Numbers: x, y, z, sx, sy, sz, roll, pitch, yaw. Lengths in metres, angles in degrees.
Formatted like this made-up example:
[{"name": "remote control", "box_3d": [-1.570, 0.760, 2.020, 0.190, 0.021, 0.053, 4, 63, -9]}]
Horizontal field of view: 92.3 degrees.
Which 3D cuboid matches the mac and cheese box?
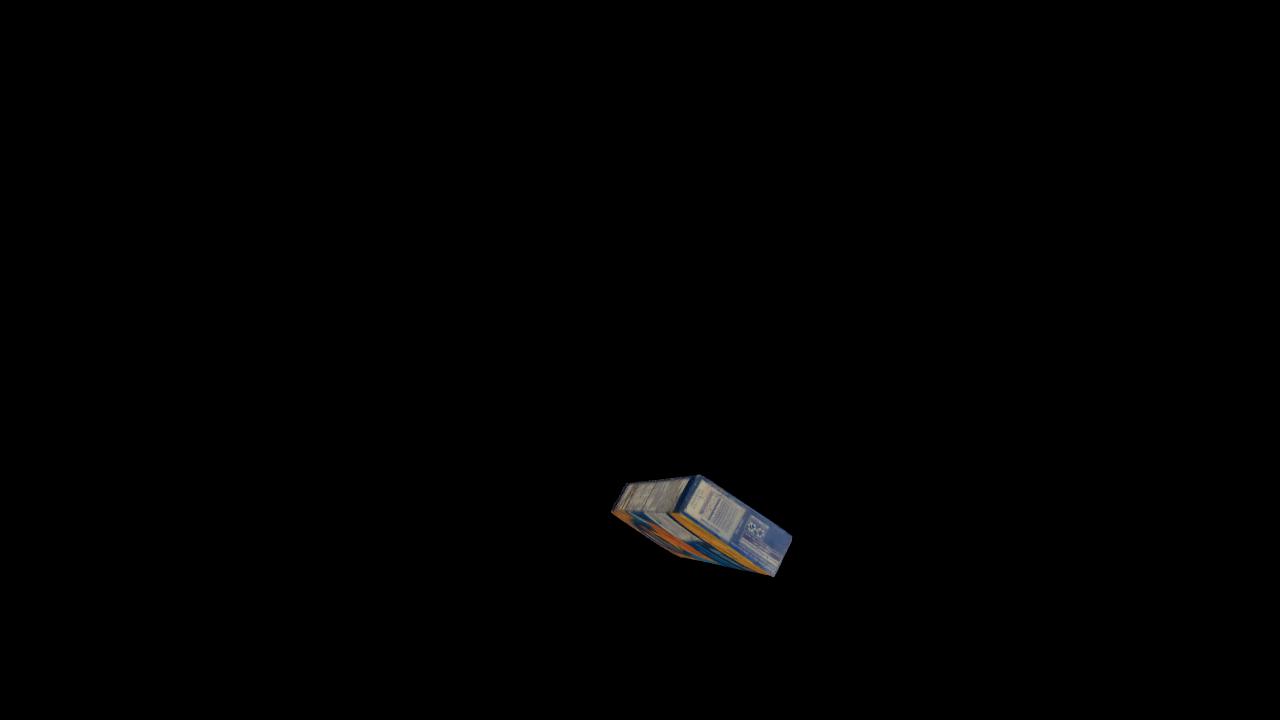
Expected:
[{"name": "mac and cheese box", "box_3d": [0.044, 0.143, 0.541, 0.093, 0.041, 0.184, 34, -21, -8]}]
